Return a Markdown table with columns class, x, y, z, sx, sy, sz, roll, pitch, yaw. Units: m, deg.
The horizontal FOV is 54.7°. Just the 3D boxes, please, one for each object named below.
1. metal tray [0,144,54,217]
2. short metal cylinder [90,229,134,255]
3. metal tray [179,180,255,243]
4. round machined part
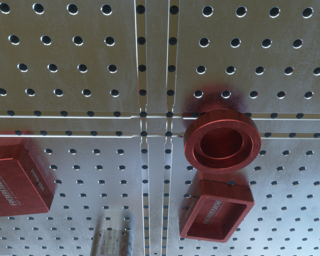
| class | x | y | z | sx | sy | sz | roll | pitch | yaw |
| --- | --- | --- | --- | --- | --- | --- | --- | --- | --- |
| metal tray | -0.232 | 0.085 | 0.478 | 0.090 | 0.030 | 0.129 | -6 | 130 | 5 |
| short metal cylinder | -0.093 | 0.240 | 0.598 | 0.081 | 0.050 | 0.079 | 0 | 130 | 0 |
| metal tray | 0.094 | 0.148 | 0.534 | 0.091 | 0.030 | 0.129 | 10 | 130 | -9 |
| round machined part | 0.080 | 0.014 | 0.413 | 0.099 | 0.042 | 0.097 | 0 | 130 | 0 |
